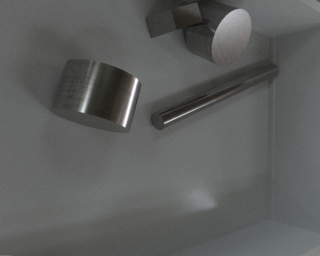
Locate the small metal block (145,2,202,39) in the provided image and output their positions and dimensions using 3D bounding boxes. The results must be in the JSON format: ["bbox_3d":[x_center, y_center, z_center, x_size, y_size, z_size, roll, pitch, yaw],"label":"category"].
[{"bbox_3d":[0.018,-0.141,0.407,0.050,0.050,0.025,-30,109,-36],"label":"small metal block"}]

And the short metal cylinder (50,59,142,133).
[{"bbox_3d":[-0.064,-0.030,0.318,0.080,0.080,0.050,22,76,-38],"label":"short metal cylinder"}]

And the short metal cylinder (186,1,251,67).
[{"bbox_3d":[0.084,-0.134,0.442,0.081,0.050,0.079,-26,134,-30],"label":"short metal cylinder"}]

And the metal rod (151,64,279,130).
[{"bbox_3d":[0.106,-0.059,0.497,0.302,0.025,0.025,-25,106,-37],"label":"metal rod"}]
